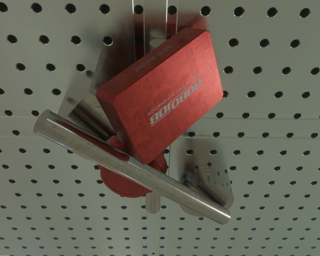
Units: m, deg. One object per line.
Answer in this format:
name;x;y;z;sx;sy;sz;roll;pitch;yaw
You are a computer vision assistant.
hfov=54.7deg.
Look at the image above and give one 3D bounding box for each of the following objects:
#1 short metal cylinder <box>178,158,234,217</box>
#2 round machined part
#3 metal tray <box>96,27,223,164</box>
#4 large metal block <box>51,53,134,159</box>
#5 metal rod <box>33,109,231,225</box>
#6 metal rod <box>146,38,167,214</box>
short metal cylinder;0.069;0.092;0.476;0.081;0.050;0.079;0;130;0
round machined part;-0.043;0.059;0.430;0.098;0.042;0.097;11;131;13
metal tray;0.008;-0.035;0.327;0.131;0.030;0.090;-40;131;-22
large metal block;-0.076;-0.025;0.354;0.050;0.080;0.080;34;122;-26
metal rod;-0.008;0.062;0.372;0.025;0.025;0.301;-36;130;26
metal rod;-0.006;0.022;0.430;0.025;0.025;0.298;2;130;-2
